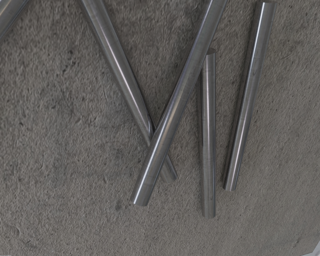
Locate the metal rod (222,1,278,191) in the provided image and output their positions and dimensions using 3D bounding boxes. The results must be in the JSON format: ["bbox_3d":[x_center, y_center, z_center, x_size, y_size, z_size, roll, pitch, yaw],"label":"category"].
[{"bbox_3d":[0.125,-0.028,0.457,0.025,0.025,0.298,-11,123,-23],"label":"metal rod"}]

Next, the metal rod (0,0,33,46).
[{"bbox_3d":[-0.195,-0.030,0.281,0.025,0.025,0.299,34,99,-39],"label":"metal rod"}]

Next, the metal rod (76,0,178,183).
[{"bbox_3d":[-0.031,-0.037,0.366,0.025,0.025,0.299,-30,129,-9],"label":"metal rod"}]

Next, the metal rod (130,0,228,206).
[{"bbox_3d":[0.024,-0.041,0.371,0.025,0.025,0.298,12,105,-34],"label":"metal rod"}]

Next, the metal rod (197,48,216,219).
[{"bbox_3d":[0.071,0.028,0.462,0.025,0.025,0.298,-19,126,-17],"label":"metal rod"}]
